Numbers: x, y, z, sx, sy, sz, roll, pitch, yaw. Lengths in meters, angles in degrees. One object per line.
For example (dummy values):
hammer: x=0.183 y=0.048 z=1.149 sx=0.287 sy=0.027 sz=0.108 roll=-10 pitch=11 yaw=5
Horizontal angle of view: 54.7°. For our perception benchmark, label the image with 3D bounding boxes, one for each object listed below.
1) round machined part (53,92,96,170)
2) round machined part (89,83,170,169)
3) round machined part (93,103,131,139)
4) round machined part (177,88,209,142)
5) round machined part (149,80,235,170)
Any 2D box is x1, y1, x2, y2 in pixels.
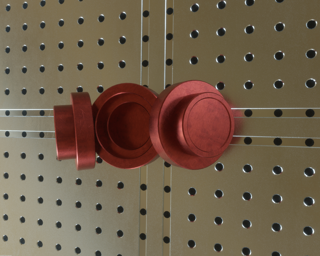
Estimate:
round machined part: x=-0.108 y=0.004 z=0.386 sx=0.042 sy=0.098 sz=0.097 roll=-5 pitch=88 yaw=-18
round machined part: x=-0.032 y=-0.002 z=0.368 sx=0.098 sy=0.042 sz=0.097 roll=0 pitch=90 yaw=19
round machined part: x=-0.059 y=-0.003 z=0.423 sx=0.098 sy=0.042 sz=0.097 roll=0 pitch=90 yaw=19
round machined part: x=0.034 y=-0.003 z=0.391 sx=0.098 sy=0.042 sz=0.097 roll=0 pitch=90 yaw=19
round machined part: x=0.041 y=-0.003 z=0.334 sx=0.042 sy=0.099 sz=0.097 roll=0 pitch=90 yaw=60
